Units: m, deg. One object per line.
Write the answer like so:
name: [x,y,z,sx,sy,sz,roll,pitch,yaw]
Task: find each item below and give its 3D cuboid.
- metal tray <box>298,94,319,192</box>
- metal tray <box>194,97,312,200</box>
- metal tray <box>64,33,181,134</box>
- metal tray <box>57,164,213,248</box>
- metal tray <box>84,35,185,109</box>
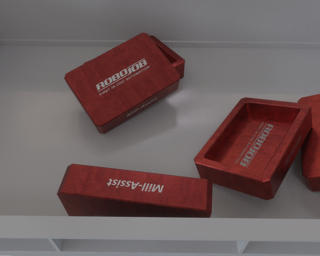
metal tray: [0.218,0.009,0.368,0.090,0.030,0.130,-11,43,31]
metal tray: [0.112,0.016,0.367,0.090,0.030,0.131,12,47,40]
metal tray: [-0.049,-0.063,0.424,0.131,0.030,0.090,-32,75,-13]
metal tray: [-0.021,0.077,0.297,0.131,0.090,0.030,6,51,5]
metal tray: [-0.038,-0.089,0.475,0.131,0.030,0.090,-30,56,-23]
